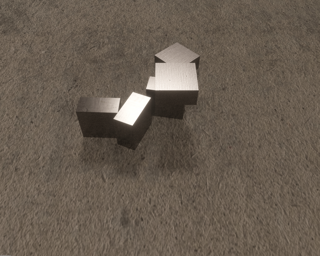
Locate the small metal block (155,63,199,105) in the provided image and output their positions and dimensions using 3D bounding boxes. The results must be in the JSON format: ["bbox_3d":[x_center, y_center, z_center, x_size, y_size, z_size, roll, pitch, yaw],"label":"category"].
[{"bbox_3d":[0.020,-0.055,0.385,0.050,0.025,0.050,0,50,-1],"label":"small metal block"}]

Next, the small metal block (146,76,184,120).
[{"bbox_3d":[0.009,-0.040,0.421,0.050,0.050,0.025,8,51,6],"label":"small metal block"}]

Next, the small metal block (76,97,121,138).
[{"bbox_3d":[-0.075,-0.013,0.397,0.050,0.050,0.025,2,50,1],"label":"small metal block"}]

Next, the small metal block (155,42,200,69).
[{"bbox_3d":[0.027,-0.105,0.492,0.050,0.025,0.050,-36,59,-27],"label":"small metal block"}]

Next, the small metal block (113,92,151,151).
[{"bbox_3d":[-0.033,-0.008,0.394,0.025,0.050,0.050,19,53,15],"label":"small metal block"}]
